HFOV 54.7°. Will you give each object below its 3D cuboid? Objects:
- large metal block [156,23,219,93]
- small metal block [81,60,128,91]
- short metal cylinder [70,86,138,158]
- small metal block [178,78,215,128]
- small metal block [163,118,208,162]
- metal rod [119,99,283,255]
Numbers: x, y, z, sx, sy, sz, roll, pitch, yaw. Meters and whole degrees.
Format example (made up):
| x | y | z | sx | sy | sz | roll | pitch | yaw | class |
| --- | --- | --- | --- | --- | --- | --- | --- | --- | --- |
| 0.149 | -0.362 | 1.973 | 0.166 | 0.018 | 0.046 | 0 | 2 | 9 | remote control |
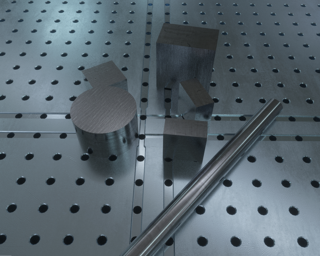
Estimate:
| x | y | z | sx | sy | sz | roll | pitch | yaw | class |
| --- | --- | --- | --- | --- | --- | --- | --- | --- | --- |
| 0.039 | -0.102 | 0.458 | 0.080 | 0.080 | 0.050 | 10 | 51 | 7 | large metal block |
| -0.083 | -0.071 | 0.466 | 0.050 | 0.025 | 0.050 | -25 | 55 | -20 | small metal block |
| -0.069 | -0.008 | 0.398 | 0.081 | 0.050 | 0.080 | 0 | 50 | 0 | short metal cylinder |
| 0.047 | -0.031 | 0.418 | 0.025 | 0.050 | 0.050 | -17 | 52 | -14 | small metal block |
| 0.030 | 0.015 | 0.379 | 0.050 | 0.050 | 0.025 | 5 | 50 | 4 | small metal block |
| 0.060 | 0.055 | 0.362 | 0.025 | 0.025 | 0.302 | 35 | 58 | 25 | metal rod |
